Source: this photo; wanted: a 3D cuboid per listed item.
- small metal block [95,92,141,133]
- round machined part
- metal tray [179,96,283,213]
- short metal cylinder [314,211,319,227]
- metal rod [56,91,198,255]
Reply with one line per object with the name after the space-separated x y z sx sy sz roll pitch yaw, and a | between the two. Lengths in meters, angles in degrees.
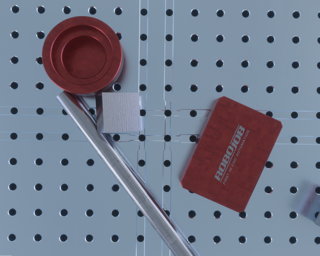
-0.054 -0.020 0.402 0.050 0.025 0.050 -3 90 -30 | small metal block
-0.096 -0.090 0.402 0.099 0.042 0.097 0 87 -1 | round machined part
0.092 0.034 0.412 0.090 0.030 0.129 25 90 -1 | metal tray
0.246 0.120 0.389 0.080 0.080 0.050 29 90 -1 | short metal cylinder
-0.037 0.074 0.412 0.025 0.025 0.299 -37 90 0 | metal rod
